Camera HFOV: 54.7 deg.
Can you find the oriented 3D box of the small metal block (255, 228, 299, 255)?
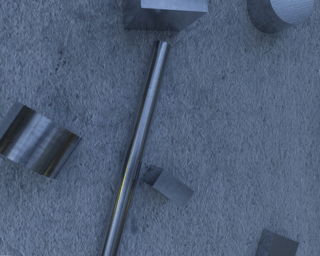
[{"bbox_3d":[0.179,0.189,0.476,0.050,0.025,0.050,24,82,-19],"label":"small metal block"}]

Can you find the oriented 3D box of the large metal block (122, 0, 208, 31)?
[{"bbox_3d":[0.002,-0.156,0.381,0.081,0.080,0.050,-5,92,-20],"label":"large metal block"}]

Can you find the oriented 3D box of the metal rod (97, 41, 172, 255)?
[{"bbox_3d":[-0.033,0.034,0.396,0.025,0.025,0.299,16,85,-20],"label":"metal rod"}]

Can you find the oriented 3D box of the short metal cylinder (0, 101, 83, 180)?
[{"bbox_3d":[-0.131,0.013,0.332,0.080,0.080,0.050,33,79,-17],"label":"short metal cylinder"}]

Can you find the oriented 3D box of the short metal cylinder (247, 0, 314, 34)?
[{"bbox_3d":[0.179,-0.187,0.462,0.081,0.050,0.080,0,90,-20],"label":"short metal cylinder"}]

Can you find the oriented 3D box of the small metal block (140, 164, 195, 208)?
[{"bbox_3d":[0.008,0.074,0.399,0.050,0.050,0.025,38,78,-16],"label":"small metal block"}]
